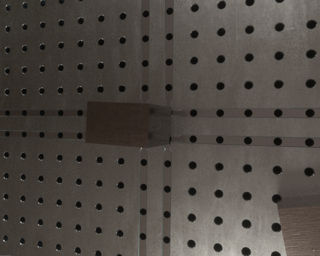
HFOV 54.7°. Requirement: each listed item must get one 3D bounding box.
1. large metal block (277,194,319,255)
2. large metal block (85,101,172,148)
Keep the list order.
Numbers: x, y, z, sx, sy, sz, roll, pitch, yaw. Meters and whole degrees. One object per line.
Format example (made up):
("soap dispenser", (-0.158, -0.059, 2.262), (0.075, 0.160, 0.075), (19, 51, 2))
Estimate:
("large metal block", (0.178, 0.118, 0.337), (0.080, 0.050, 0.080), (-11, 87, 19))
("large metal block", (-0.037, -0.005, 0.395), (0.080, 0.080, 0.050), (4, 91, 19))
